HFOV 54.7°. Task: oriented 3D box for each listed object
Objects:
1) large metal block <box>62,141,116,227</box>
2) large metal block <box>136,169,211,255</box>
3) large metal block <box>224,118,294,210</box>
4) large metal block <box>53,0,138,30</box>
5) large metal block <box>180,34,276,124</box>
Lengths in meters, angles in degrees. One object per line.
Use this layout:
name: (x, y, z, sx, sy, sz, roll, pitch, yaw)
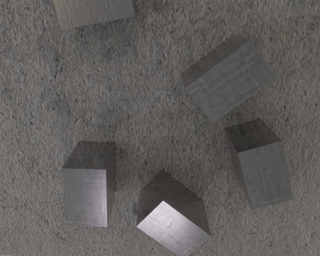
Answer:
large metal block: (-0.089, 0.070, 0.405, 0.050, 0.080, 0.079, 2, 110, -1)
large metal block: (0.018, 0.115, 0.423, 0.080, 0.080, 0.050, 39, 105, -13)
large metal block: (0.124, 0.043, 0.397, 0.050, 0.080, 0.080, -17, 109, 6)
large metal block: (-0.073, -0.156, 0.338, 0.080, 0.050, 0.079, -9, 110, 3)
large metal block: (0.073, -0.060, 0.359, 0.080, 0.080, 0.050, -37, 106, 12)
